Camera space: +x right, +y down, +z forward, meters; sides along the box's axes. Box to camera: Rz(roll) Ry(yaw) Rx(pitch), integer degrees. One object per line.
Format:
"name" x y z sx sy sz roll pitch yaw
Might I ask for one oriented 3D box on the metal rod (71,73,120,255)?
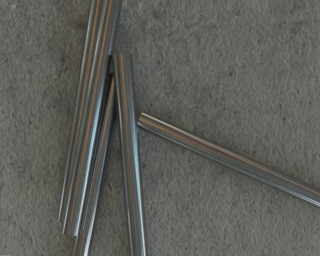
"metal rod" -0.086 0.076 0.408 0.025 0.025 0.298 11 90 -1

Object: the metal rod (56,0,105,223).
"metal rod" -0.101 -0.026 0.408 0.025 0.025 0.298 9 90 -1

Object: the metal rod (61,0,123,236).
"metal rod" -0.085 -0.017 0.388 0.025 0.025 0.298 10 89 -1

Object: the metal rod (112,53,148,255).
"metal rod" -0.036 0.057 0.397 0.025 0.025 0.298 -4 95 -1

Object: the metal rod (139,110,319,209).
"metal rod" 0.111 0.049 0.411 0.301 0.025 0.025 24 90 -1
